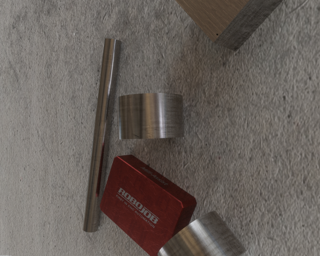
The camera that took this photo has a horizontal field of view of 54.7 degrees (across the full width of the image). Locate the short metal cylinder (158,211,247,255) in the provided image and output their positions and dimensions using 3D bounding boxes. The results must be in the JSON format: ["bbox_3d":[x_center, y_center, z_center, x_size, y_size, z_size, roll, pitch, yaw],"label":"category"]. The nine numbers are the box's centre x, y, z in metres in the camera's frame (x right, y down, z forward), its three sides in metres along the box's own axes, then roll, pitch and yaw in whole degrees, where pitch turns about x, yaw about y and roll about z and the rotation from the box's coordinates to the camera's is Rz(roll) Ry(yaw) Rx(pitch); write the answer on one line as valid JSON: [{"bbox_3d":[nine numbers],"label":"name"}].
[{"bbox_3d":[0.045,0.135,0.332,0.050,0.081,0.080,52,120,27],"label":"short metal cylinder"}]

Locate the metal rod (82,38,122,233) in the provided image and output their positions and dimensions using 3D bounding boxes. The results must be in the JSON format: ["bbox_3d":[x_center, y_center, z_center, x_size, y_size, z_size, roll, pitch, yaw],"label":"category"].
[{"bbox_3d":[-0.091,0.015,0.479,0.025,0.025,0.298,14,99,39],"label":"metal rod"}]

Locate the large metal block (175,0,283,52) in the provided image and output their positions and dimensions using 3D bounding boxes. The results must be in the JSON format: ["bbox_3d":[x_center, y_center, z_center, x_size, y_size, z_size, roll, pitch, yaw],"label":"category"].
[{"bbox_3d":[0.073,-0.142,0.328,0.080,0.050,0.080,-48,62,29],"label":"large metal block"}]

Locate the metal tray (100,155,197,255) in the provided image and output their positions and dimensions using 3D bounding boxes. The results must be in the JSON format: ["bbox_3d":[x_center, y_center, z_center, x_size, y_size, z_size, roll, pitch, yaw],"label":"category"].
[{"bbox_3d":[-0.022,0.104,0.420,0.130,0.030,0.089,29,108,36],"label":"metal tray"}]

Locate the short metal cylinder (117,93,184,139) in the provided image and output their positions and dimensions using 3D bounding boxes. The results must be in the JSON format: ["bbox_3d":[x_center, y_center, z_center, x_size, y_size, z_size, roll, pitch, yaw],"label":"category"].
[{"bbox_3d":[-0.011,-0.012,0.379,0.080,0.081,0.050,-3,88,40],"label":"short metal cylinder"}]
